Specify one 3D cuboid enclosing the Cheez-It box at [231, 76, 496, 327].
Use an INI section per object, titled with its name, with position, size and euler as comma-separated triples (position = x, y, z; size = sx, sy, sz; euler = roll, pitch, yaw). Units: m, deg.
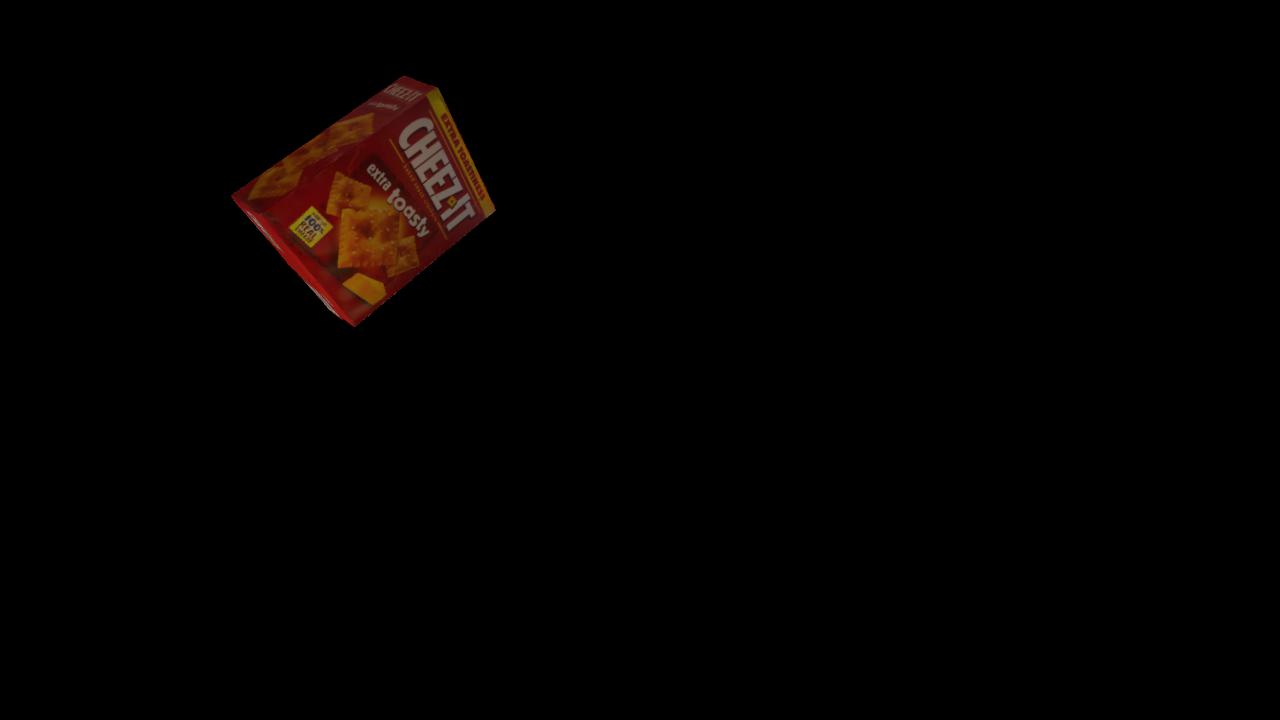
[Cheez-It box]
position = -0.281, -0.169, 0.666
size = 0.071, 0.223, 0.166
euler = 29, -26, 28
